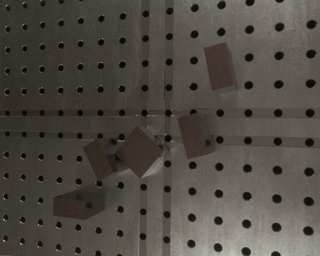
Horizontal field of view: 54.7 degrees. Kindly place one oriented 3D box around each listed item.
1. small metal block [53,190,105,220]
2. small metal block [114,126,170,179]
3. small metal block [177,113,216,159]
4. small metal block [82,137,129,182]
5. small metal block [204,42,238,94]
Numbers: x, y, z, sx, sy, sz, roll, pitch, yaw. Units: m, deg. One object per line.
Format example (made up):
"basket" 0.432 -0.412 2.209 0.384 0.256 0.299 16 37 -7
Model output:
"small metal block" -0.114 0.108 0.438 0.050 0.050 0.025 2 91 19
"small metal block" -0.024 0.032 0.420 0.050 0.025 0.050 43 103 14
"small metal block" 0.046 0.009 0.383 0.025 0.050 0.050 -16 85 19
"small metal block" -0.072 0.041 0.423 0.025 0.050 0.050 -31 80 18
"small metal block" 0.075 -0.070 0.373 0.025 0.050 0.050 -11 86 19
